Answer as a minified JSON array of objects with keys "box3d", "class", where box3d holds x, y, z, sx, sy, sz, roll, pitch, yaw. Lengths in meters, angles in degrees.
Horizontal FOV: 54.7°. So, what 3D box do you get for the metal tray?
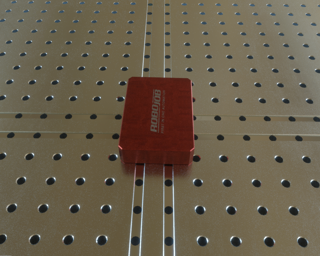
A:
[{"box3d":[-0.002,-0.014,0.415,0.091,0.030,0.130,2,50,1],"class":"metal tray"}]
